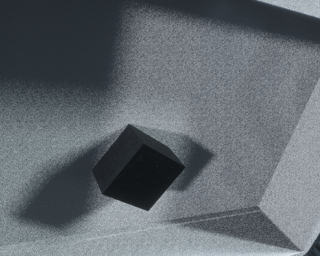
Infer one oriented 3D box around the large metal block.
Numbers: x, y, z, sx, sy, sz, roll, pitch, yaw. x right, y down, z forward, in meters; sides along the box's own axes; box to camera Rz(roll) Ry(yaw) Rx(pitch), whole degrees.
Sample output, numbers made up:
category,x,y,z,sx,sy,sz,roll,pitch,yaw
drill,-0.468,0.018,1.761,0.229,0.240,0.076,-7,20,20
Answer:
category,x,y,z,sx,sy,sz,roll,pitch,yaw
large metal block,-0.028,0.054,0.410,0.080,0.050,0.080,33,100,-38
